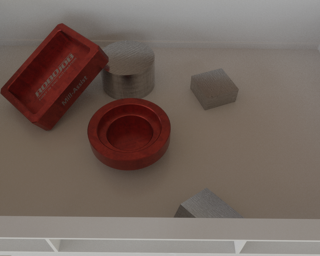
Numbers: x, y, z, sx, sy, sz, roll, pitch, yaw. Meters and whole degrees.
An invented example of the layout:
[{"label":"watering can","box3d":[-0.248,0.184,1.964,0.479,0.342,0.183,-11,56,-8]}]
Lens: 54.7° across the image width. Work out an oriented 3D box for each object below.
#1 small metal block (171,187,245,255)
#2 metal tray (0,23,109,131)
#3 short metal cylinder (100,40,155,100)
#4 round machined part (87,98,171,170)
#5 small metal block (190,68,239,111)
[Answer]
[{"label":"small metal block","box3d":[0.049,0.093,0.314,0.050,0.025,0.050,37,31,27]},{"label":"metal tray","box3d":[-0.145,-0.072,0.425,0.090,0.030,0.130,36,83,27]},{"label":"short metal cylinder","box3d":[-0.048,-0.086,0.460,0.081,0.050,0.080,0,50,0]},{"label":"round machined part","box3d":[-0.037,0.011,0.384,0.099,0.042,0.098,0,50,0]},{"label":"small metal block","box3d":[0.079,-0.058,0.455,0.050,0.025,0.050,-16,52,-14]}]
